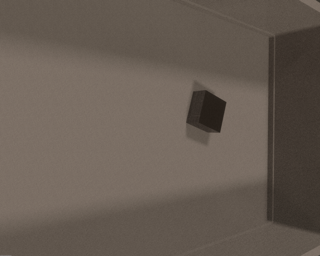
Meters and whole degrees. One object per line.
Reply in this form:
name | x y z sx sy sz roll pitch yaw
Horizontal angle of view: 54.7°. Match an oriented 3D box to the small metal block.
small metal block | 0.071 -0.024 0.469 0.050 0.025 0.050 23 76 -38
